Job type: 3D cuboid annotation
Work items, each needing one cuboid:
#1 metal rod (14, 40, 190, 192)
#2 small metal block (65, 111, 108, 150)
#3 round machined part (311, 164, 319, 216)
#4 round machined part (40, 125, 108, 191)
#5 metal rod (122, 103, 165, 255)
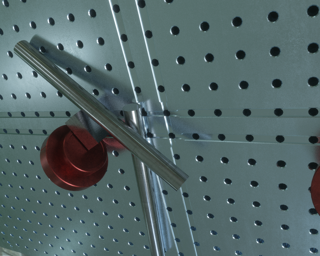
[{"bbox_3d":[-0.085,-0.023,0.416,0.300,0.025,0.025,39,130,11],"label":"metal rod"},{"bbox_3d":[-0.097,-0.005,0.443,0.025,0.050,0.050,-33,100,38],"label":"small metal block"},{"bbox_3d":[0.210,0.062,0.316,0.098,0.042,0.097,7,104,30],"label":"round machined part"},{"bbox_3d":[-0.117,0.038,0.448,0.042,0.098,0.098,-32,100,40],"label":"round machined part"},{"bbox_3d":[-0.020,0.102,0.484,0.025,0.025,0.298,7,122,25],"label":"metal rod"}]
